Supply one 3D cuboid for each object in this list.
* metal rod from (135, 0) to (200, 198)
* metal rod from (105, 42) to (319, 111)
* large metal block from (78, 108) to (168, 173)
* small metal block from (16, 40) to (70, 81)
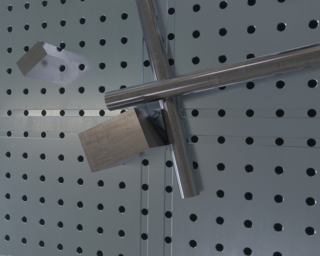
[{"bbox_3d":[0.006,-0.058,0.410,0.025,0.025,0.298,-15,85,19],"label":"metal rod"},{"bbox_3d":[0.078,-0.063,0.367,0.301,0.025,0.025,-11,86,12],"label":"metal rod"},{"bbox_3d":[-0.042,0.015,0.398,0.080,0.080,0.050,-24,82,18],"label":"large metal block"},{"bbox_3d":[-0.173,-0.098,0.460,0.050,0.050,0.025,-37,78,16],"label":"small metal block"}]
